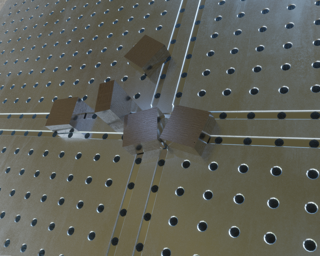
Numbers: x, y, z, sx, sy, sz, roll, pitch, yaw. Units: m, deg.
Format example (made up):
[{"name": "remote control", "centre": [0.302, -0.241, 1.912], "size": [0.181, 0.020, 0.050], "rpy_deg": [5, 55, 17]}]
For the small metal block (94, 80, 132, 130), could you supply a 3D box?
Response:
[{"name": "small metal block", "centre": [-0.066, -0.033, 0.448], "size": [0.025, 0.050, 0.050], "rpy_deg": [-11, 57, 23]}]

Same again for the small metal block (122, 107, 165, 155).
[{"name": "small metal block", "centre": [-0.021, 0.004, 0.418], "size": [0.050, 0.025, 0.050], "rpy_deg": [-14, 56, 20]}]

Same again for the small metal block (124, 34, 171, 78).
[{"name": "small metal block", "centre": [-0.020, -0.114, 0.490], "size": [0.050, 0.025, 0.050], "rpy_deg": [-47, 51, -5]}]

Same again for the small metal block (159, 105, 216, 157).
[{"name": "small metal block", "centre": [0.035, 0.002, 0.389], "size": [0.050, 0.025, 0.050], "rpy_deg": [15, 69, 34]}]

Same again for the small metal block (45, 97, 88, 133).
[{"name": "small metal block", "centre": [-0.151, -0.020, 0.502], "size": [0.050, 0.025, 0.050], "rpy_deg": [-4, 60, 26]}]
